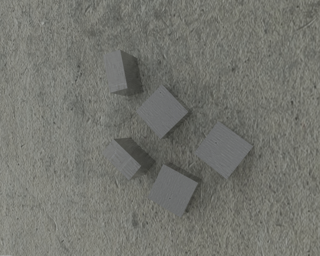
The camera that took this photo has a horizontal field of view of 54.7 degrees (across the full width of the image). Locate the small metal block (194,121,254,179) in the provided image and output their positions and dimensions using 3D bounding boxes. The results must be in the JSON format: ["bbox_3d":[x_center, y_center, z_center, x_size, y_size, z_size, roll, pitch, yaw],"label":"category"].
[{"bbox_3d":[0.079,0.026,0.381,0.050,0.025,0.050,39,102,16],"label":"small metal block"}]

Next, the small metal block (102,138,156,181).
[{"bbox_3d":[-0.040,0.039,0.410,0.050,0.050,0.025,42,103,15],"label":"small metal block"}]

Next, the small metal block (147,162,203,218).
[{"bbox_3d":[0.020,0.079,0.402,0.050,0.025,0.050,27,99,18],"label":"small metal block"}]

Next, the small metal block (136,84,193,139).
[{"bbox_3d":[0.006,-0.021,0.407,0.050,0.025,0.050,-45,76,14],"label":"small metal block"}]

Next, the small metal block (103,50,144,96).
[{"bbox_3d":[-0.048,-0.071,0.413,0.025,0.050,0.050,-12,86,20],"label":"small metal block"}]
